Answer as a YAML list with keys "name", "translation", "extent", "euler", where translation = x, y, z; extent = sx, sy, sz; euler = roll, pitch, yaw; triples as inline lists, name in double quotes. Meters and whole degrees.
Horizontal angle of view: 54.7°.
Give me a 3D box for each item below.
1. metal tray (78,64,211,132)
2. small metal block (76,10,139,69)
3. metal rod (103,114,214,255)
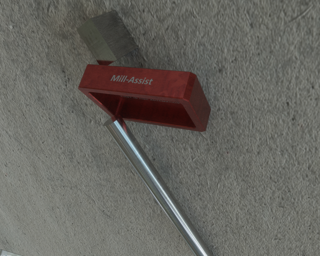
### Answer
- name: "metal tray"
  translation: [-0.015, -0.033, 0.356]
  extent: [0.130, 0.030, 0.090]
  euler: [9, 162, 23]
- name: "small metal block"
  translation: [-0.059, -0.103, 0.357]
  extent: [0.025, 0.050, 0.050]
  euler: [-23, 106, 36]
- name: "metal rod"
  translation: [0.012, 0.108, 0.446]
  extent: [0.025, 0.025, 0.299]
  euler: [-16, 116, 34]
